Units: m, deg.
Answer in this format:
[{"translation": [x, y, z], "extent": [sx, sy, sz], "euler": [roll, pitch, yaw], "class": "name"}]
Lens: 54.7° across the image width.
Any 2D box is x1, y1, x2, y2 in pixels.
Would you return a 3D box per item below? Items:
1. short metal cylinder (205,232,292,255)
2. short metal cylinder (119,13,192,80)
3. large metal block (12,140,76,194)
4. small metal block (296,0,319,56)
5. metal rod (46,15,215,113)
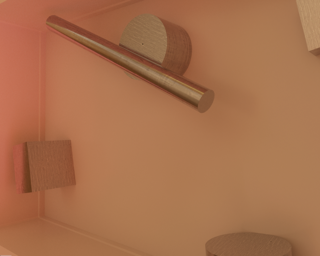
[{"translation": [0.086, 0.138, 0.299], "extent": [0.080, 0.081, 0.050], "euler": [-6, 86, 39], "class": "short metal cylinder"}, {"translation": [-0.007, -0.098, 0.394], "extent": [0.080, 0.050, 0.079], "euler": [0, 90, 39], "class": "short metal cylinder"}, {"translation": [-0.198, 0.065, 0.531], "extent": [0.050, 0.081, 0.080], "euler": [-14, 81, 39], "class": "large metal block"}, {"translation": [0.157, -0.099, 0.277], "extent": [0.050, 0.025, 0.050], "euler": [-16, 80, 38], "class": "small metal block"}, {"translation": [-0.058, -0.093, 0.387], "extent": [0.300, 0.025, 0.025], "euler": [33, 110, 35], "class": "metal rod"}]
